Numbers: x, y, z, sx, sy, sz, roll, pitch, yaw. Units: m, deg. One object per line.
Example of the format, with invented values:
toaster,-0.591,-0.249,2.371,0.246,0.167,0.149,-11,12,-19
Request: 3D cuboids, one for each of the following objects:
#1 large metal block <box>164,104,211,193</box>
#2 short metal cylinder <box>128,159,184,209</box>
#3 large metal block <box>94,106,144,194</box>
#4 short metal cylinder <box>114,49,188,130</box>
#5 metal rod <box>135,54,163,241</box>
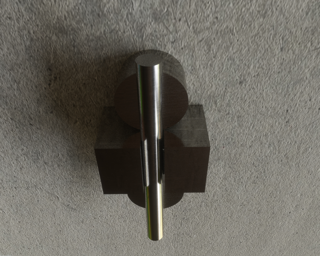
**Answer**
large metal block,0.031,0.025,0.394,0.050,0.080,0.079,-1,130,0
short metal cylinder,-0.006,0.075,0.457,0.081,0.050,0.079,0,130,0
large metal block,-0.046,0.027,0.395,0.050,0.080,0.079,-1,130,0
short metal cylinder,-0.009,-0.043,0.356,0.081,0.050,0.079,0,130,0
metal rod,-0.009,0.050,0.385,0.025,0.025,0.298,-1,130,0
